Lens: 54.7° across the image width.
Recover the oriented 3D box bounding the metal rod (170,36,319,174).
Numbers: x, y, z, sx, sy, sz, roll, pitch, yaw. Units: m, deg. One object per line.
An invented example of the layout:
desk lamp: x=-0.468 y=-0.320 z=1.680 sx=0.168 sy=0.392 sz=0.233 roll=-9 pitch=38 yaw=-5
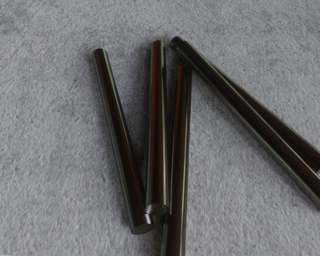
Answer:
metal rod: x=0.110 y=-0.048 z=0.445 sx=0.025 sy=0.025 sz=0.300 roll=-27 pitch=55 yaw=-21

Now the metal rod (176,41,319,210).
metal rod: x=0.112 y=-0.019 z=0.406 sx=0.025 sy=0.025 sz=0.300 roll=-24 pitch=59 yaw=-19

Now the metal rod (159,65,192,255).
metal rod: x=0.023 y=0.027 z=0.380 sx=0.025 sy=0.025 sz=0.300 roll=4 pitch=50 yaw=3

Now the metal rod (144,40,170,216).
metal rod: x=-0.003 y=-0.027 z=0.413 sx=0.025 sy=0.025 sz=0.300 roll=0 pitch=46 yaw=0

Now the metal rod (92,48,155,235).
metal rod: x=-0.057 y=-0.007 z=0.408 sx=0.025 sy=0.025 sz=0.300 roll=-12 pitch=51 yaw=-10
